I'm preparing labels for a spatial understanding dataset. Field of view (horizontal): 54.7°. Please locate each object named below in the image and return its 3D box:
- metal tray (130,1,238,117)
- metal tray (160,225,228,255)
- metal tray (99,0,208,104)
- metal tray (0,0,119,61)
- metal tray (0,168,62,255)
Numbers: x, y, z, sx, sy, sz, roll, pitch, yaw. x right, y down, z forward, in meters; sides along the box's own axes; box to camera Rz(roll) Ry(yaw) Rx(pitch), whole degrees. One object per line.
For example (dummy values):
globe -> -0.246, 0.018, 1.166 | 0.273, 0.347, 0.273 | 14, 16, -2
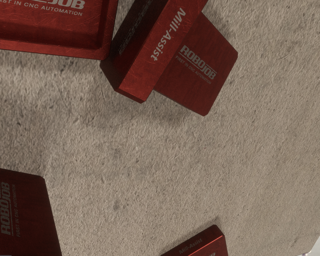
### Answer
metal tray -> 0.031, -0.073, 0.346 | 0.131, 0.030, 0.090 | 22, 96, -52
metal tray -> 0.067, 0.253, 0.599 | 0.131, 0.030, 0.090 | -26, 128, -13
metal tray -> -0.008, -0.098, 0.299 | 0.030, 0.090, 0.129 | 26, 105, -30
metal tray -> -0.105, -0.114, 0.275 | 0.131, 0.030, 0.089 | 0, 119, -29
metal tray -> -0.157, 0.090, 0.309 | 0.091, 0.130, 0.030 | 21, 107, -36
